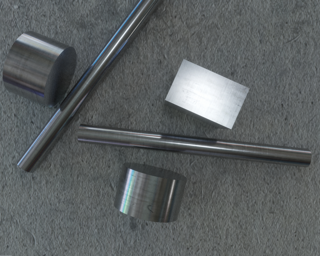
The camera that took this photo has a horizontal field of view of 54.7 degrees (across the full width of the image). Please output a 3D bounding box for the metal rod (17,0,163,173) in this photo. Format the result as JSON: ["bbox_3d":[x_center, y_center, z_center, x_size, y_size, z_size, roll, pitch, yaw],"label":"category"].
[{"bbox_3d":[-0.088,-0.068,0.409,0.025,0.025,0.299,37,90,0],"label":"metal rod"}]

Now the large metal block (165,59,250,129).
[{"bbox_3d":[0.053,-0.038,0.383,0.080,0.080,0.050,24,90,0],"label":"large metal block"}]

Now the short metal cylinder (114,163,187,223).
[{"bbox_3d":[-0.012,0.077,0.382,0.080,0.080,0.050,13,90,0],"label":"short metal cylinder"}]

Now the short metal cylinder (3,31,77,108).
[{"bbox_3d":[-0.145,-0.071,0.381,0.050,0.080,0.080,22,90,0],"label":"short metal cylinder"}]

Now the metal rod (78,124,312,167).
[{"bbox_3d":[0.045,0.023,0.410,0.302,0.025,0.025,6,90,0],"label":"metal rod"}]
